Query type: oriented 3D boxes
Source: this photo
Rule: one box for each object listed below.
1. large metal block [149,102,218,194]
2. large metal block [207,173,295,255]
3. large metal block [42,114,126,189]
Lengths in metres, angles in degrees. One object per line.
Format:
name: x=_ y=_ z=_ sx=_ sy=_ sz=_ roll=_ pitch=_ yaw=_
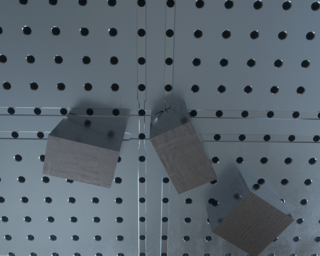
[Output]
large metal block: x=0.028 y=0.022 z=0.393 sx=0.050 sy=0.080 sz=0.080 roll=-24 pitch=109 yaw=8
large metal block: x=0.128 y=0.126 z=0.448 sx=0.080 sy=0.050 sz=0.080 roll=34 pitch=106 yaw=-12
large metal block: x=-0.092 y=0.026 z=0.392 sx=0.081 sy=0.080 sz=0.050 roll=14 pitch=110 yaw=-6
